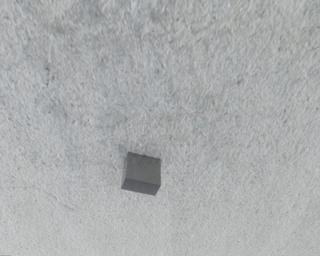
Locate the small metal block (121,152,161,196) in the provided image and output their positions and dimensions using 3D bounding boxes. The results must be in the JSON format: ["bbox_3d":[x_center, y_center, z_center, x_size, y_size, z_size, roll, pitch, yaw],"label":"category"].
[{"bbox_3d":[-0.027,0.066,0.446,0.050,0.050,0.025,14,129,-12],"label":"small metal block"}]
